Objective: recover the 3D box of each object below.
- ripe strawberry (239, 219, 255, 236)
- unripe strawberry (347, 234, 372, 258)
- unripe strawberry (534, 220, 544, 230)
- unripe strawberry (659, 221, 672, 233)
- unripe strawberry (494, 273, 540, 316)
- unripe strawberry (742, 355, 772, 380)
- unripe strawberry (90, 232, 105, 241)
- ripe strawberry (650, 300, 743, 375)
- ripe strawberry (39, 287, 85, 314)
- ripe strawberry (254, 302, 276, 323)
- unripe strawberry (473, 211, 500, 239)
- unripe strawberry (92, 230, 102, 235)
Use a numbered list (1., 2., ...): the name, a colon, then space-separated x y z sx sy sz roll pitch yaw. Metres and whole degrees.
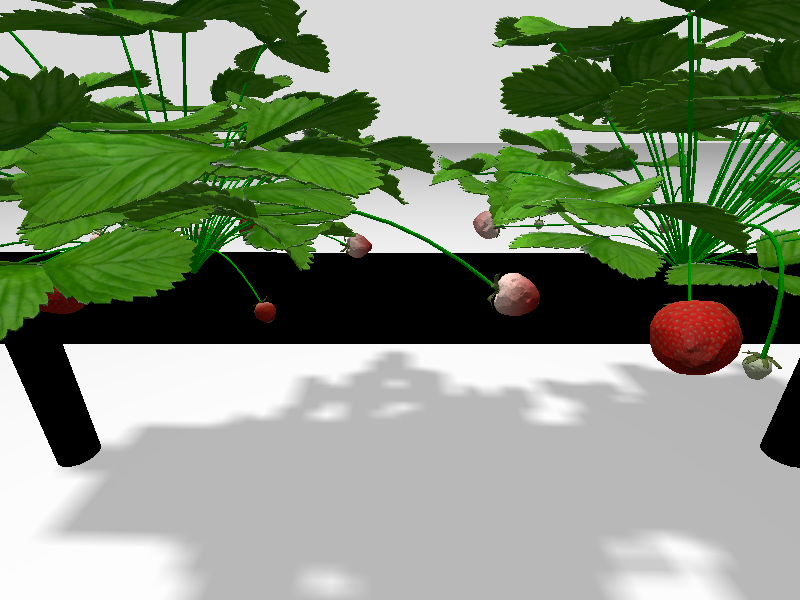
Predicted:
1. ripe strawberry: -0.170 -0.086 0.472 0.034 0.036 0.037 4 23 9
2. unripe strawberry: -0.041 -0.055 0.409 0.025 0.024 0.027 -5 24 -17
3. unripe strawberry: 0.172 -0.093 0.497 0.011 0.011 0.011 -14 27 -29
4. unripe strawberry: 0.337 -0.093 0.507 0.015 0.016 0.017 11 26 24
5. unripe strawberry: 0.081 -0.002 0.277 0.030 0.032 0.028 19 27 12
6. unripe strawberry: 0.178 0.034 0.199 0.011 0.012 0.013 10 25 23
7. unripe strawberry: -0.333 -0.066 0.444 0.019 0.017 0.019 -34 0 38
8. ripe strawberry: 0.155 0.022 0.212 0.041 0.043 0.044 14 28 30
9. ripe strawberry: -0.243 -0.005 0.283 0.036 0.031 0.036 14 27 29
10. ripe strawberry: -0.092 0.009 0.276 0.015 0.015 0.013 -21 -16 -40
11. unripe strawberry: 0.105 -0.092 0.483 0.033 0.034 0.030 18 29 36
12. unripe strawberry: -0.339 -0.073 0.450 0.011 0.011 0.011 14 27 29
